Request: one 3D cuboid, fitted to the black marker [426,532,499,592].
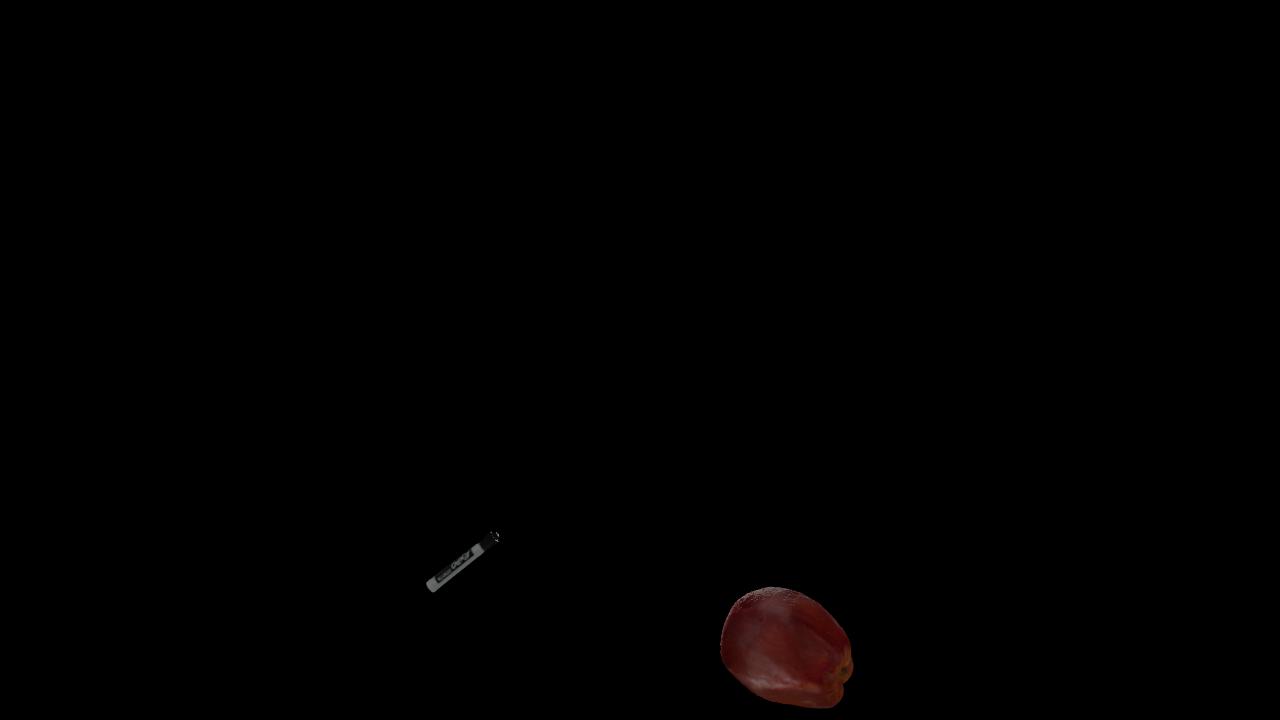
[{"bbox_3d":[-0.258,0.295,0.904,0.121,0.020,0.020,-37,6,-8],"label":"black marker"}]

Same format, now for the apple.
[{"bbox_3d":[0.105,0.209,0.450,0.093,0.079,0.079,5,3,39],"label":"apple"}]
